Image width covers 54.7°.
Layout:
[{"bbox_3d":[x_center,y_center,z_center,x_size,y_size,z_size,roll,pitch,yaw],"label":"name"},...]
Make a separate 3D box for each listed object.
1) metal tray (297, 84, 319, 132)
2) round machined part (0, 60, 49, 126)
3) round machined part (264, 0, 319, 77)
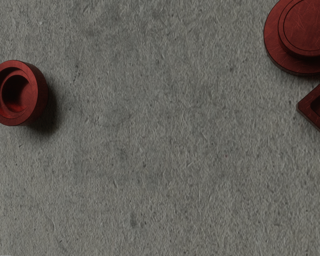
[{"bbox_3d":[0.226,-0.036,0.326,0.130,0.030,0.090,-45,77,14],"label":"metal tray"},{"bbox_3d":[-0.211,-0.051,0.472,0.098,0.042,0.097,0,90,19],"label":"round machined part"},{"bbox_3d":[0.166,-0.108,0.342,0.098,0.042,0.097,0,90,19],"label":"round machined part"}]
